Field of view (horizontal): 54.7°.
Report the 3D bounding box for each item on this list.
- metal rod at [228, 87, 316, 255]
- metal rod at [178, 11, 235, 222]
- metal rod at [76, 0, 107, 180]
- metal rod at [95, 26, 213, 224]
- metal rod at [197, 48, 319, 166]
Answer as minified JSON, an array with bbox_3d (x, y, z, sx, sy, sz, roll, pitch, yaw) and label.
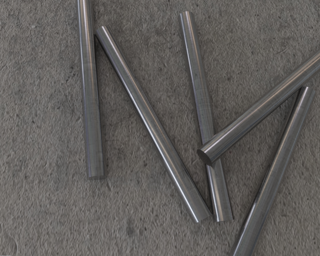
[{"bbox_3d":[0.133,0.075,0.381,0.025,0.025,0.300,26,72,9],"label":"metal rod"},{"bbox_3d":[0.058,-0.029,0.418,0.025,0.025,0.299,-7,70,-3],"label":"metal rod"},{"bbox_3d":[-0.099,-0.077,0.435,0.025,0.025,0.299,-8,70,-3],"label":"metal rod"},{"bbox_3d":[-0.017,-0.017,0.413,0.025,0.025,0.299,-26,72,-9],"label":"metal rod"},{"bbox_3d":[0.166,-0.051,0.413,0.301,0.025,0.025,-37,74,-18],"label":"metal rod"}]
